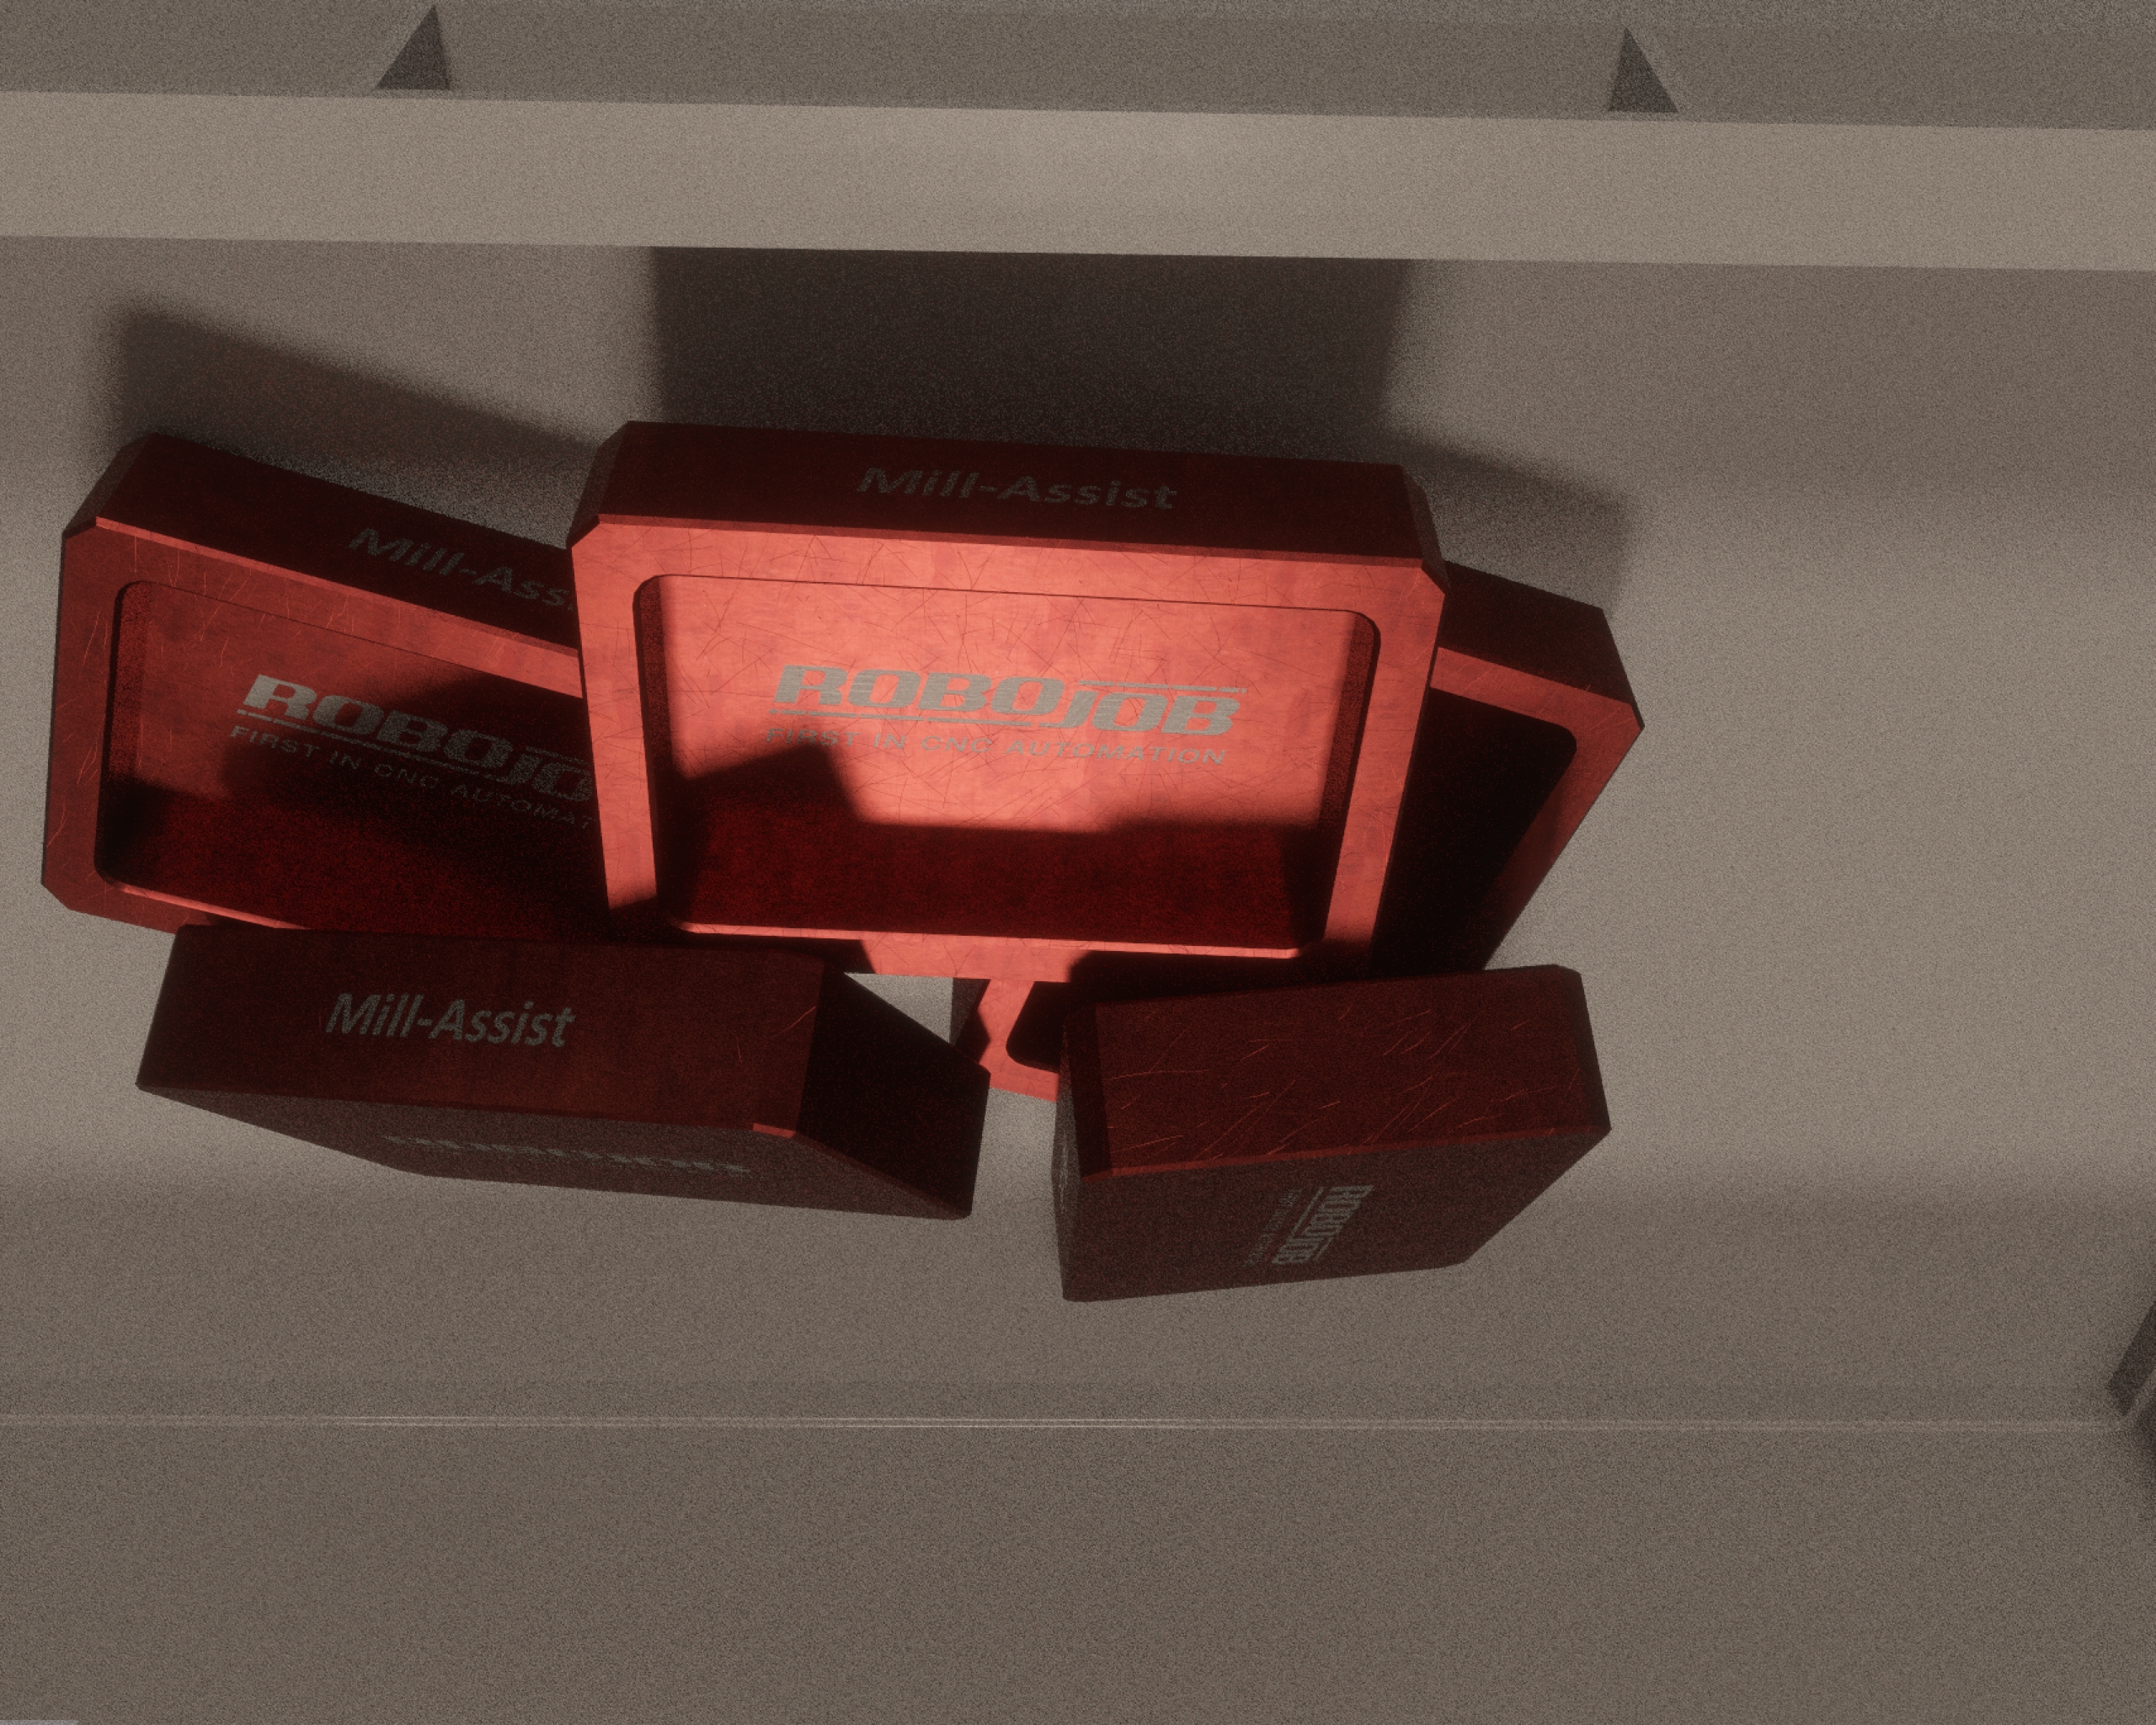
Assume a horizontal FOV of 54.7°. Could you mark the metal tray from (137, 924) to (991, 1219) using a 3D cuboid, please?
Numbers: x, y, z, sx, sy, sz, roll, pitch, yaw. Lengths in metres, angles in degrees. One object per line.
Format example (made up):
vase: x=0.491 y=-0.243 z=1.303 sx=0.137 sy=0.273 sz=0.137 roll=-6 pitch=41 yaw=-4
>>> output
metal tray: x=-0.093 y=0.041 z=0.392 sx=0.130 sy=0.030 sz=0.090 roll=1 pitch=162 yaw=19

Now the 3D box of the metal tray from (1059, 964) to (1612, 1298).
metal tray: x=0.042 y=0.058 z=0.411 sx=0.091 sy=0.030 sz=0.130 roll=-5 pitch=159 yaw=-4

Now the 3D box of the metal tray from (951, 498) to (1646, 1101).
metal tray: x=0.037 y=-0.001 z=0.403 sx=0.091 sy=0.030 sz=0.129 roll=15 pitch=129 yaw=-13

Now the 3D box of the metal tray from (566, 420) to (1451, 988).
metal tray: x=-0.012 y=-0.023 z=0.344 sx=0.131 sy=0.030 sz=0.089 roll=3 pitch=130 yaw=-3

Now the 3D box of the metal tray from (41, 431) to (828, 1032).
metal tray: x=-0.116 y=-0.017 z=0.385 sx=0.131 sy=0.030 sz=0.089 roll=15 pitch=129 yaw=-13
